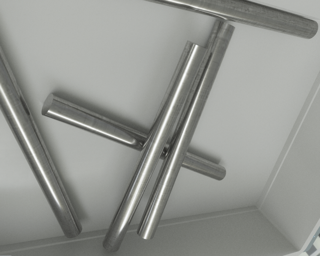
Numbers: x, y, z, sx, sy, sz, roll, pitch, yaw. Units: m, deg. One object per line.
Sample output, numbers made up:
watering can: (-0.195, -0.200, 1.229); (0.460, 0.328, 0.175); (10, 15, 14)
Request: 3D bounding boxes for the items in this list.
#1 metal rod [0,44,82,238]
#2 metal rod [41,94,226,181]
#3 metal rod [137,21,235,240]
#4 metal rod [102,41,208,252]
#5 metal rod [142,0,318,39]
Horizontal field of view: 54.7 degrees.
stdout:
metal rod: (-0.141, 0.022, 0.346); (0.025, 0.025, 0.298); (-21, 127, -16)
metal rod: (-0.010, 0.025, 0.419); (0.302, 0.025, 0.025); (25, 105, -37)
metal rod: (0.030, 0.012, 0.406); (0.025, 0.025, 0.298); (12, 104, -34)
metal rod: (-0.014, 0.037, 0.391); (0.025, 0.025, 0.298); (10, 113, -33)
metal rod: (0.067, -0.138, 0.351); (0.303, 0.025, 0.025); (2, 117, -26)
